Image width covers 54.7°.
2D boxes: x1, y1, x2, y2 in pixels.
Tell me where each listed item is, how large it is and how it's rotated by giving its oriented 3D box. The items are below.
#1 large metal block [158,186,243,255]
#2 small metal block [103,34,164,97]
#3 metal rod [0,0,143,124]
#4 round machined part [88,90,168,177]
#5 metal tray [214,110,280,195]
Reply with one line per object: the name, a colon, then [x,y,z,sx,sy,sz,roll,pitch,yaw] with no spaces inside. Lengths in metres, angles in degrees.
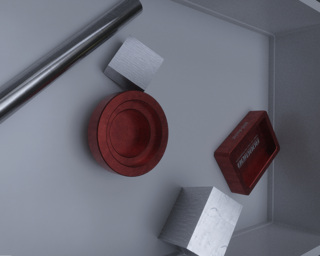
large metal block: [0.051,0.125,0.409,0.050,0.080,0.080,35,67,-15]
small metal block: [-0.031,-0.074,0.371,0.050,0.025,0.050,34,67,-13]
metal rod: [-0.118,-0.052,0.308,0.301,0.025,0.025,-49,119,-29]
round machined part: [-0.040,0.006,0.364,0.099,0.042,0.097,0,91,-40]
metal tray: [0.155,0.040,0.536,0.131,0.030,0.090,-43,116,-32]
